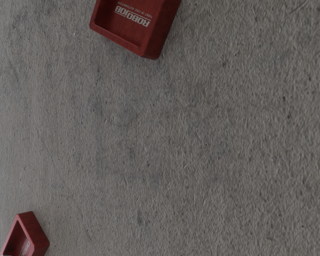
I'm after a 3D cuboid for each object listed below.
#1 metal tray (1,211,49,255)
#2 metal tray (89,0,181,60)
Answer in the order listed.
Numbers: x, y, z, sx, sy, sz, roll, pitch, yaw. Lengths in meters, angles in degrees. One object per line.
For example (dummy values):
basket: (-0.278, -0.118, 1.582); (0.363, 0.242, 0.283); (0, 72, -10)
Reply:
metal tray: (-0.278, 0.247, 0.631); (0.090, 0.030, 0.129); (45, 117, 30)
metal tray: (-0.040, -0.161, 0.434); (0.130, 0.030, 0.089); (36, 112, 34)
